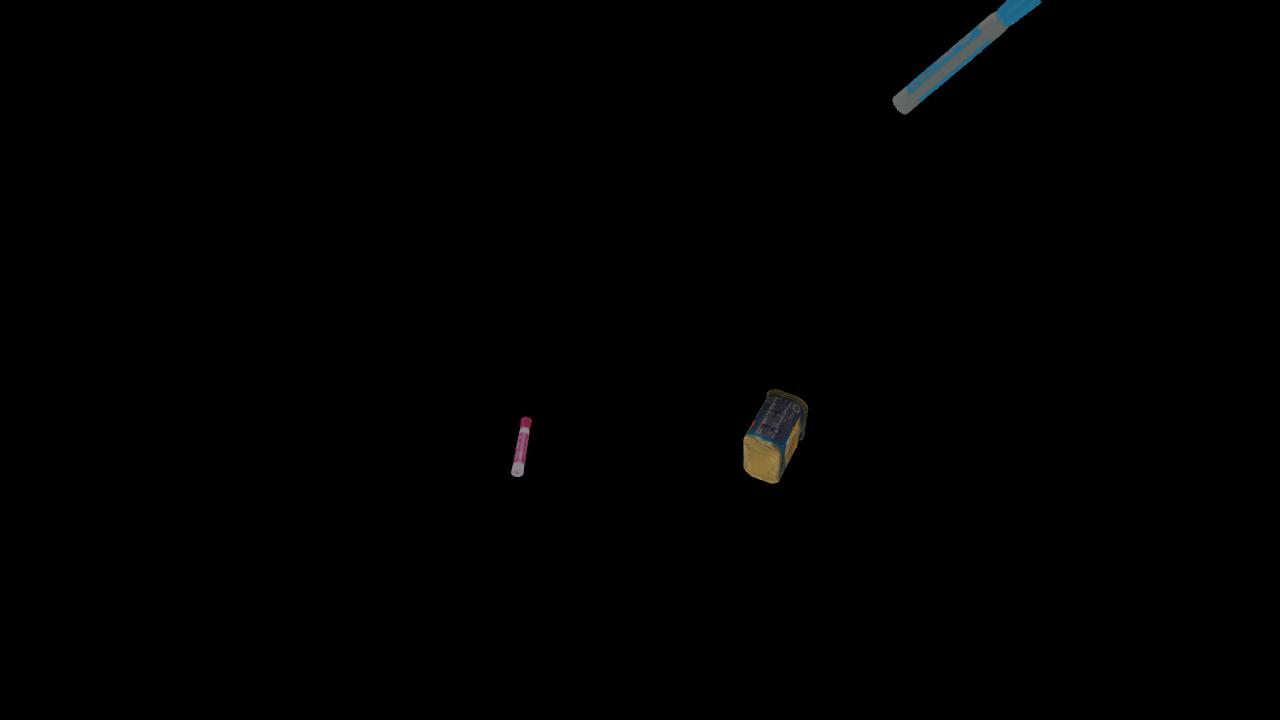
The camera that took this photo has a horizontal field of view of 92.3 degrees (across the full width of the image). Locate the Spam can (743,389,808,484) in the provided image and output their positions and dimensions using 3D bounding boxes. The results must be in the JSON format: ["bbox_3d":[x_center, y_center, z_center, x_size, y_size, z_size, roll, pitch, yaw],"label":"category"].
[{"bbox_3d":[0.179,0.104,0.821,0.058,0.085,0.101,20,-34,25],"label":"Spam can"}]

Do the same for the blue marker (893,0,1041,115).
[{"bbox_3d":[0.252,-0.240,0.480,0.020,0.020,0.121,0,-22,-32],"label":"blue marker"}]

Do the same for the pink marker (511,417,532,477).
[{"bbox_3d":[-0.188,0.135,0.984,0.020,0.020,0.121,0,39,-2],"label":"pink marker"}]
